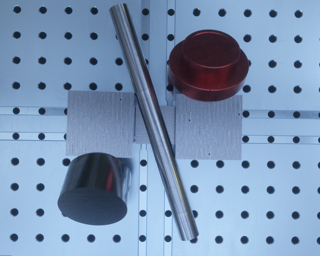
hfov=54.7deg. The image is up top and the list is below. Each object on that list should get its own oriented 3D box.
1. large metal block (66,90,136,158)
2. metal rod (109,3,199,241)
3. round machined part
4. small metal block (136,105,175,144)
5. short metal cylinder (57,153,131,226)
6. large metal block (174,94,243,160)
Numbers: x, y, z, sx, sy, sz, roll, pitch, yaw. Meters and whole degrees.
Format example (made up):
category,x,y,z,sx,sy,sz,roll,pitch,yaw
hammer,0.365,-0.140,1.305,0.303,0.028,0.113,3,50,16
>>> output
category,x,y,z,sx,sy,sz,roll,pitch,yaw
large metal block,-0.073,-0.005,0.401,0.081,0.050,0.079,2,90,0
metal rod,-0.007,-0.007,0.387,0.025,0.025,0.298,-17,90,0
round machined part,0.060,-0.083,0.381,0.099,0.042,0.098,1,55,-1
small metal block,-0.006,-0.004,0.414,0.050,0.025,0.050,1,90,0
short metal cylinder,-0.078,0.076,0.379,0.080,0.050,0.079,1,133,1
large metal block,0.060,-0.001,0.402,0.081,0.050,0.079,1,90,0
